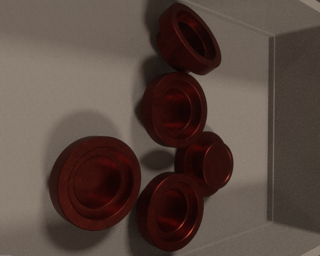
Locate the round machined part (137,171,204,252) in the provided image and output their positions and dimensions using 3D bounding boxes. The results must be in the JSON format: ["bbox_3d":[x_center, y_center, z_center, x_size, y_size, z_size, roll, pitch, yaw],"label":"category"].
[{"bbox_3d":[0.009,0.106,0.405,0.099,0.042,0.097,0,90,-40],"label":"round machined part"}]

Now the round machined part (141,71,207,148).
[{"bbox_3d":[0.014,-0.023,0.409,0.099,0.042,0.097,-1,92,-40],"label":"round machined part"}]

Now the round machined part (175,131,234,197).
[{"bbox_3d":[0.072,0.053,0.458,0.099,0.042,0.097,0,90,-40],"label":"round machined part"}]

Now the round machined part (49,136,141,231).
[{"bbox_3d":[-0.072,0.057,0.337,0.099,0.042,0.097,0,90,-40],"label":"round machined part"}]

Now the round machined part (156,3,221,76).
[{"bbox_3d":[0.034,-0.111,0.410,0.098,0.042,0.098,28,46,-34],"label":"round machined part"}]
